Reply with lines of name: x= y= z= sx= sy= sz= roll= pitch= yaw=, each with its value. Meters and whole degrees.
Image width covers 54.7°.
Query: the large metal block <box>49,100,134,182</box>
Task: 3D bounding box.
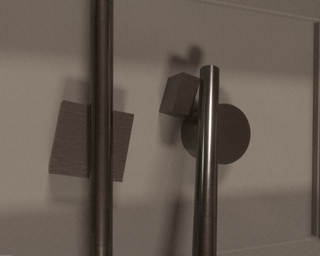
large metal block: x=-0.082 y=0.016 z=0.367 sx=0.081 sy=0.050 sz=0.080 roll=11 pitch=86 yaw=-20

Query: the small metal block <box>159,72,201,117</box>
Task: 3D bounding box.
small metal block: x=0.025 y=-0.042 z=0.407 sx=0.025 sy=0.050 sz=0.050 roll=17 pitch=84 yaw=-19

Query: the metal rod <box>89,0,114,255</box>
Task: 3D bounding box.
metal rod: x=-0.063 y=-0.003 z=0.334 sx=0.025 sy=0.025 sz=0.298 roll=0 pitch=90 yaw=-20

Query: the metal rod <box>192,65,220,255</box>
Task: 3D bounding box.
metal rod: x=0.052 y=0.064 z=0.346 sx=0.025 sy=0.025 sz=0.299 roll=13 pitch=67 yaw=-20

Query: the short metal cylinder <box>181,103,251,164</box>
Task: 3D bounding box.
short metal cylinder: x=0.076 y=0.008 z=0.427 sx=0.081 sy=0.050 sz=0.079 roll=0 pitch=90 yaw=-21
